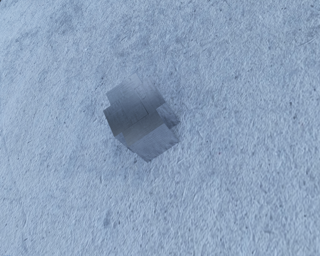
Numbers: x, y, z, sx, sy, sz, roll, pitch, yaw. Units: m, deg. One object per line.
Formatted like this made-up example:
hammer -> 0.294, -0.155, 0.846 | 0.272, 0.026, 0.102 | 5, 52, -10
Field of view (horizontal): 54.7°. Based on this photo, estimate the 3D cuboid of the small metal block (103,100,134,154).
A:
small metal block -> -0.045, -0.001, 0.411 | 0.025, 0.050, 0.050 | -35, 52, 5

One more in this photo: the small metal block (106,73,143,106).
small metal block -> -0.038, -0.041, 0.432 | 0.050, 0.050, 0.025 | -34, 52, 6

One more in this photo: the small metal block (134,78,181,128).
small metal block -> -0.003, -0.029, 0.407 | 0.025, 0.050, 0.050 | -35, 52, 5

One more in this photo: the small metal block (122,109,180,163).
small metal block -> -0.010, 0.011, 0.386 | 0.050, 0.050, 0.025 | -34, 52, 6

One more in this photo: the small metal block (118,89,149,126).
small metal block -> -0.024, -0.015, 0.409 | 0.025, 0.050, 0.050 | -35, 52, 5
